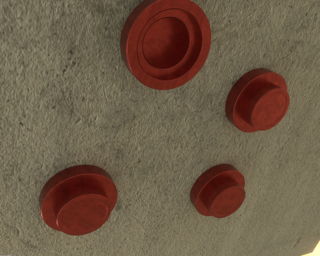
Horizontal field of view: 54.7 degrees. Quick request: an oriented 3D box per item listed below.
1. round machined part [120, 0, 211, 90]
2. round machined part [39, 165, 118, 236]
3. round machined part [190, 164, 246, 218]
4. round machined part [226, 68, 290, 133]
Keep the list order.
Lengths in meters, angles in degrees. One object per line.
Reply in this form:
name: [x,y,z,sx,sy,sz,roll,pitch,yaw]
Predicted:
round machined part: [0.003,-0.094,0.339,0.099,0.042,0.097,-14,124,-21]
round machined part: [-0.102,0.100,0.402,0.099,0.042,0.097,-14,124,-21]
round machined part: [0.104,0.112,0.522,0.099,0.042,0.097,-14,124,-21]
round machined part: [0.149,-0.035,0.455,0.099,0.042,0.097,-14,124,-21]
